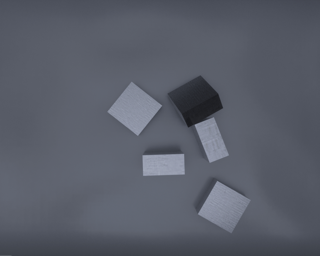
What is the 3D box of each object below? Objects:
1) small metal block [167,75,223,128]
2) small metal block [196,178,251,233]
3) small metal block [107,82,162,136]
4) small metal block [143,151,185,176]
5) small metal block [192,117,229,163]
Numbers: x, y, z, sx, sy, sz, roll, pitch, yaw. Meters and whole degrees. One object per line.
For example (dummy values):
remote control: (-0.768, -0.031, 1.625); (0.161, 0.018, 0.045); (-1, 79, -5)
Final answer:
small metal block: (0.044, -0.035, 0.397); (0.050, 0.050, 0.025); (-29, 131, -1)
small metal block: (0.083, 0.102, 0.413); (0.050, 0.025, 0.050); (30, 90, -1)
small metal block: (-0.032, -0.025, 0.411); (0.050, 0.025, 0.050); (38, 90, -1)
small metal block: (0.004, 0.044, 0.399); (0.050, 0.050, 0.025); (-2, 90, -1)
small metal block: (0.063, 0.014, 0.400); (0.025, 0.050, 0.050); (-22, 90, 0)
